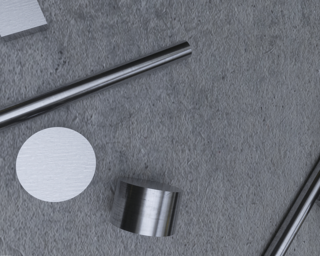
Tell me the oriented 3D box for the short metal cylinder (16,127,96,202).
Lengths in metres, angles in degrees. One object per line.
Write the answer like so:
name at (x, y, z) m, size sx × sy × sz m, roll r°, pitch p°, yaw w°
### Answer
short metal cylinder at (-0.117, 0.039, 0.353) m, size 0.081 × 0.050 × 0.080 m, roll 0°, pitch 90°, yaw -20°

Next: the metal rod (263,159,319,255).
metal rod at (0.202, 0.158, 0.484) m, size 0.025 × 0.025 × 0.300 m, roll 40°, pitch 77°, yaw -16°

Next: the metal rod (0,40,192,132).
metal rod at (-0.094, -0.048, 0.374) m, size 0.302 × 0.025 × 0.025 m, roll -25°, pitch 99°, yaw -19°

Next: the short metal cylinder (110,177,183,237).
short metal cylinder at (-0.016, 0.093, 0.374) m, size 0.081 × 0.080 × 0.050 m, roll 12°, pitch 86°, yaw -20°

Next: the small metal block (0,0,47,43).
small metal block at (-0.162, -0.131, 0.349) m, size 0.050 × 0.025 × 0.050 m, roll -25°, pitch 98°, yaw -18°

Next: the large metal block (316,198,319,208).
large metal block at (0.311, 0.131, 0.495) m, size 0.050 × 0.080 × 0.080 m, roll -45°, pitch 104°, yaw -14°
